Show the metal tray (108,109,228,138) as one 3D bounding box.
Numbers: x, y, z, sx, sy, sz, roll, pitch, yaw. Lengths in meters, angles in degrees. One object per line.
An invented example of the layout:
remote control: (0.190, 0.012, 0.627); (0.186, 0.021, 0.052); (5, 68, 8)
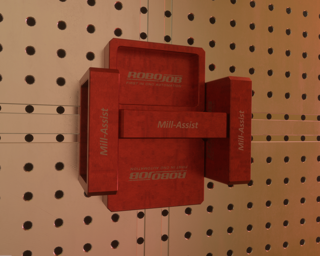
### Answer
metal tray: (0.004, -0.004, 0.379); (0.131, 0.090, 0.030); (1, 90, -20)

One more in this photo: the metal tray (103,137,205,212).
metal tray: (-0.006, 0.057, 0.407); (0.131, 0.030, 0.089); (1, 90, -21)

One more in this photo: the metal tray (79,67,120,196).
metal tray: (-0.072, 0.004, 0.352); (0.030, 0.090, 0.129); (1, 90, -20)

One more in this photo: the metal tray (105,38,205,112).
metal tray: (-0.005, -0.064, 0.409); (0.131, 0.030, 0.089); (1, 90, -21)

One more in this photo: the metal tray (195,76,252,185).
metal tray: (0.081, 0.003, 0.409); (0.030, 0.090, 0.129); (1, 90, -20)
